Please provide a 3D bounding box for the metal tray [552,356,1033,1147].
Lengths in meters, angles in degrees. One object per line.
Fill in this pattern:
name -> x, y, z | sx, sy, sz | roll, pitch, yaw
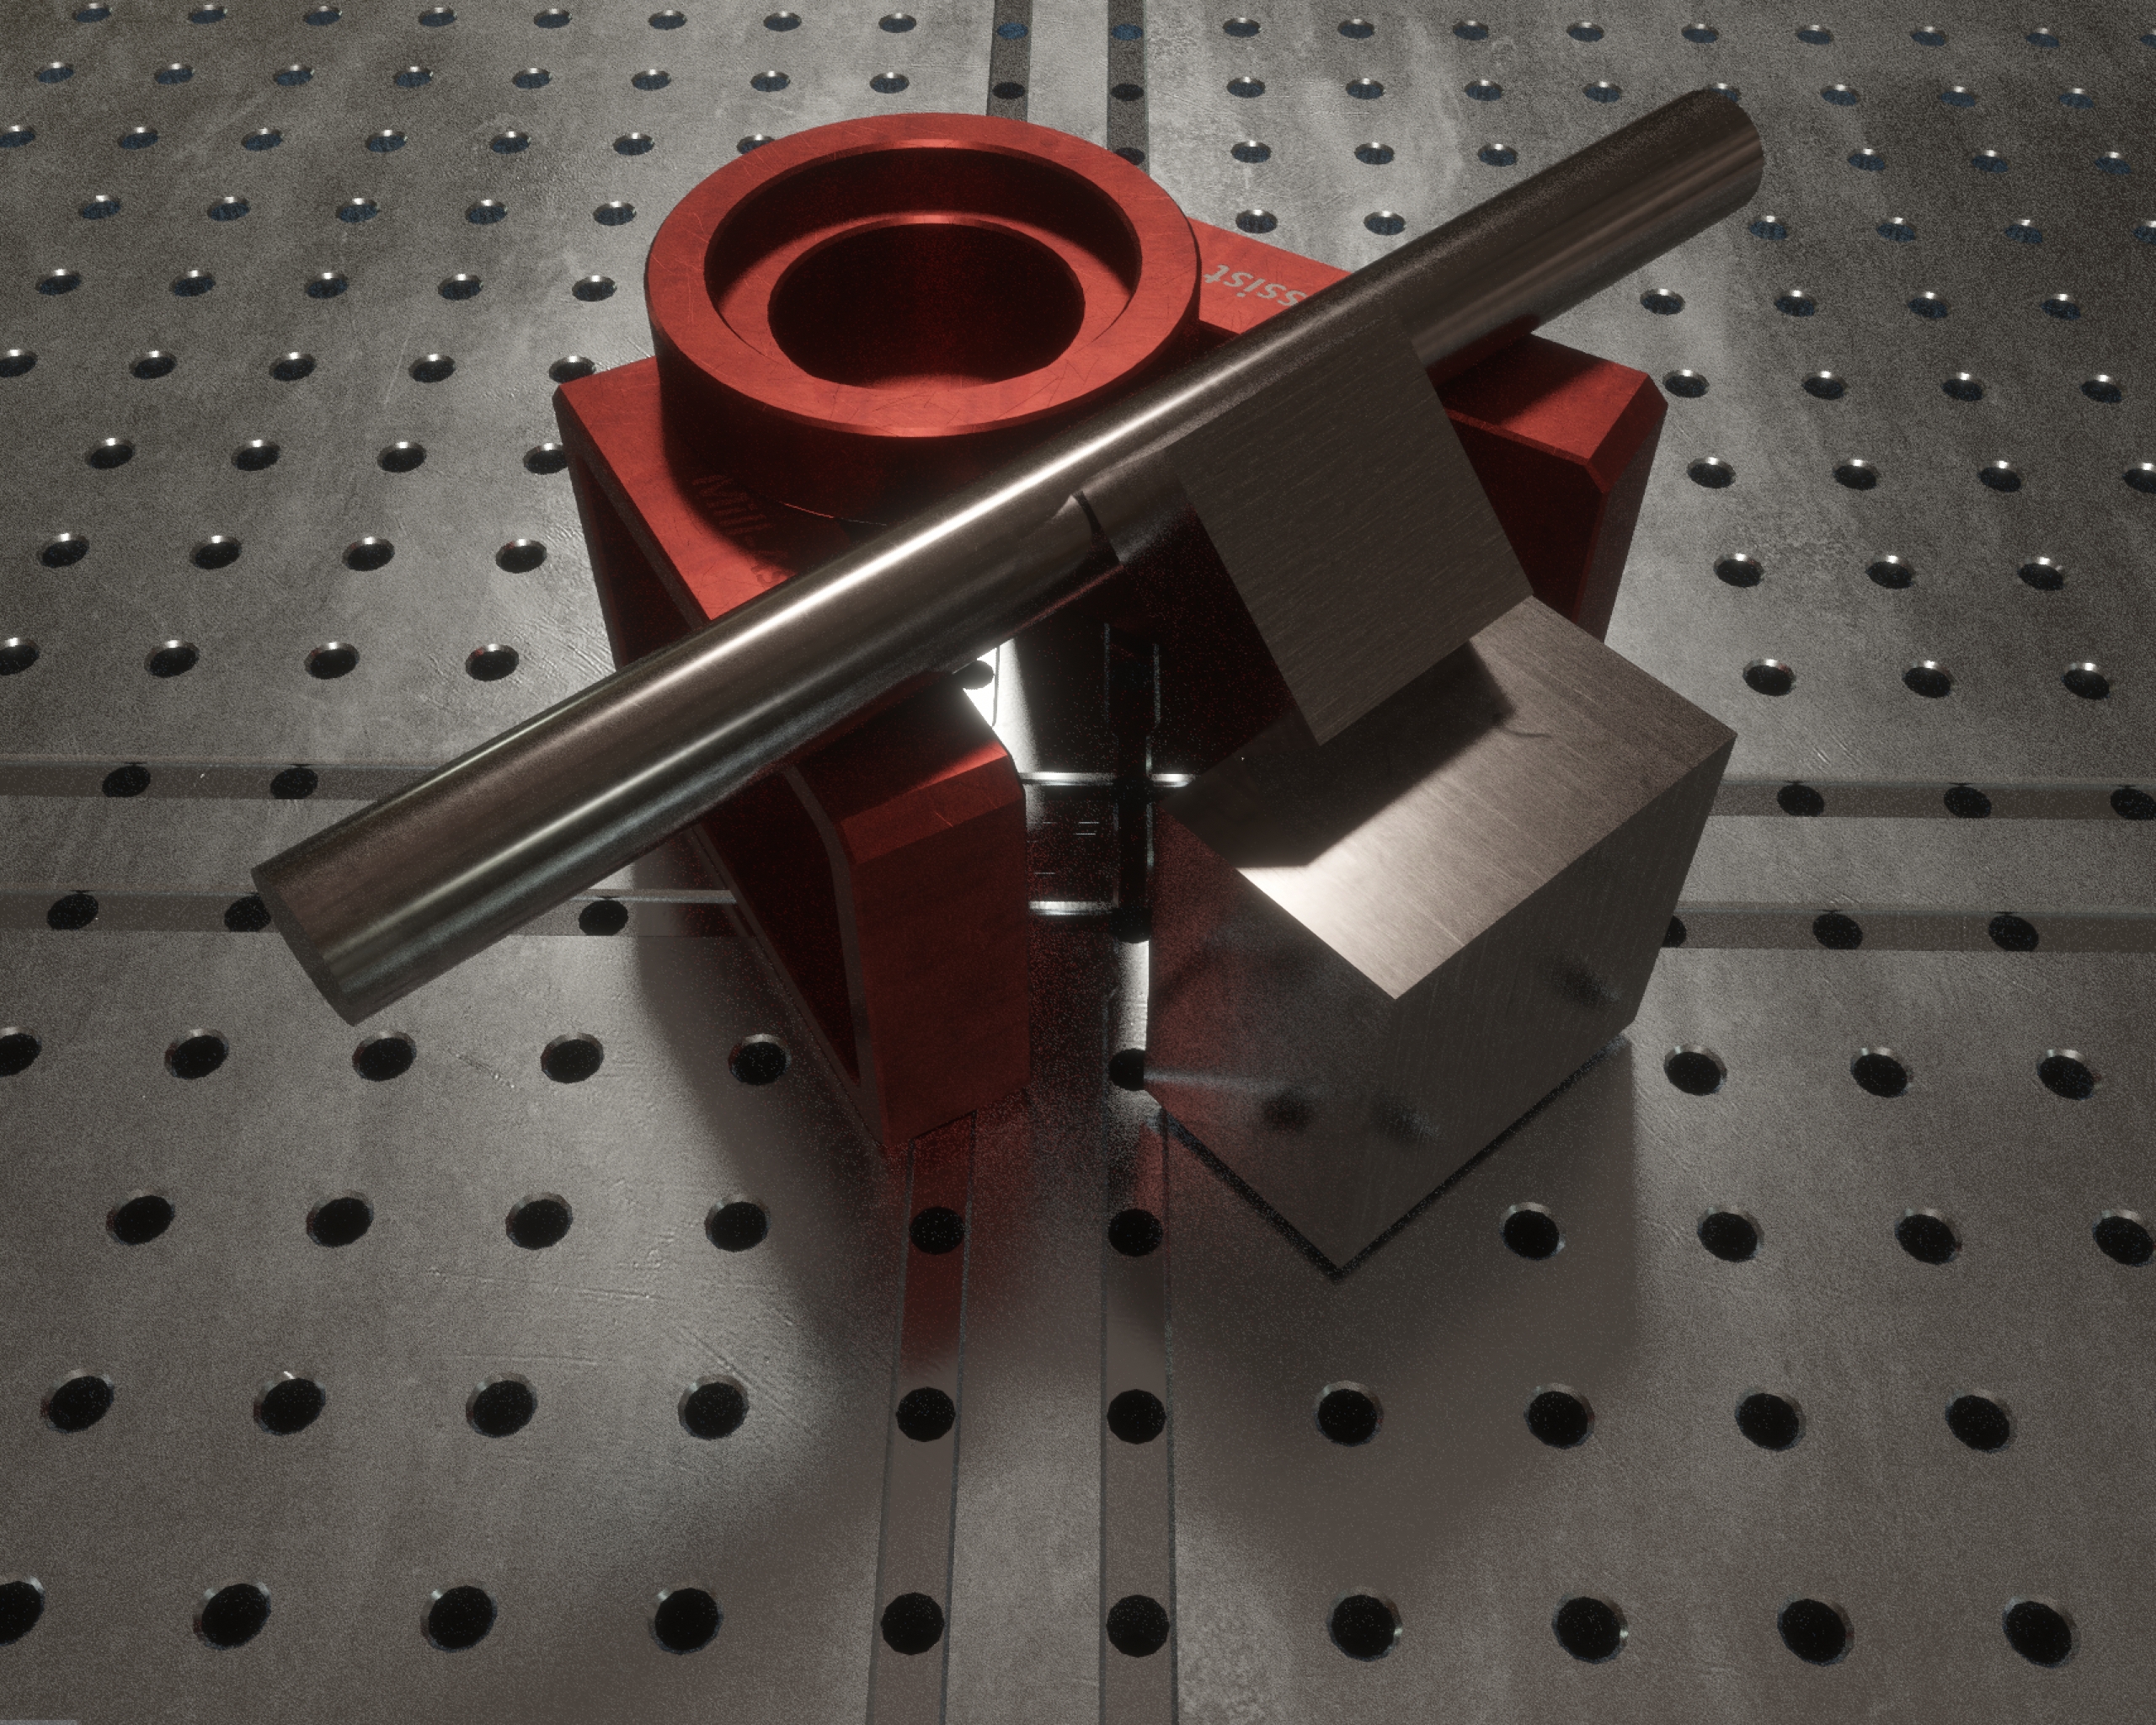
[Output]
metal tray -> -0.053, -0.023, 0.384 | 0.030, 0.089, 0.130 | -23, 54, -18

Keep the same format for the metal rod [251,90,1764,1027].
metal rod -> 0.010, -0.064, 0.344 | 0.302, 0.025, 0.025 | -33, 58, -25

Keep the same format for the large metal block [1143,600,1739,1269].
large metal block -> 0.059, 0.010, 0.360 | 0.080, 0.080, 0.050 | -34, 58, -25

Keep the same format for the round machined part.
round machined part -> -0.027, -0.094, 0.385 | 0.099, 0.042, 0.098 | 0, 50, 0

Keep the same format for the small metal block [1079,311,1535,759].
small metal block -> 0.037, -0.051, 0.328 | 0.050, 0.050, 0.025 | -35, 14, -26

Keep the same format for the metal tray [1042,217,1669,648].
metal tray -> 0.046, -0.076, 0.429 | 0.130, 0.089, 0.030 | 25, 55, 19
